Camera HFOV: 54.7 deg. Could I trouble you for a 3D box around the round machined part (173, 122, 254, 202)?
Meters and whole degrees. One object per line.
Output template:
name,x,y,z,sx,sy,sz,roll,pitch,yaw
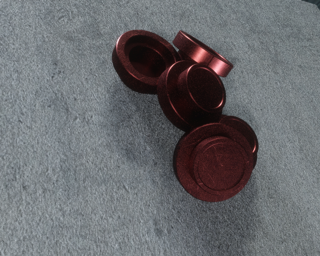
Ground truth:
round machined part,0.068,0.043,0.374,0.099,0.042,0.097,-1,95,-9

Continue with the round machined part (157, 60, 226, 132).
round machined part,0.048,-0.045,0.407,0.099,0.042,0.098,14,64,-32

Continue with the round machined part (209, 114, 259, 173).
round machined part,0.098,0.021,0.436,0.099,0.042,0.098,14,56,-21

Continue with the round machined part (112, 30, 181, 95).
round machined part,-0.021,-0.087,0.438,0.099,0.042,0.098,14,56,-21

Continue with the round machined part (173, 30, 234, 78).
round machined part,0.060,-0.105,0.475,0.098,0.042,0.098,29,21,-12
